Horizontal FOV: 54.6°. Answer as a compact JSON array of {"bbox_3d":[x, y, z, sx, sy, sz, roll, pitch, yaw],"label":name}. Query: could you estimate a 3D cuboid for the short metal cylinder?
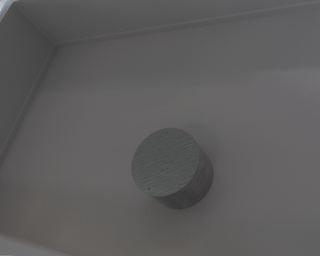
[{"bbox_3d":[0.015,0.047,0.354,0.080,0.050,0.080,-13,56,21],"label":"short metal cylinder"}]
